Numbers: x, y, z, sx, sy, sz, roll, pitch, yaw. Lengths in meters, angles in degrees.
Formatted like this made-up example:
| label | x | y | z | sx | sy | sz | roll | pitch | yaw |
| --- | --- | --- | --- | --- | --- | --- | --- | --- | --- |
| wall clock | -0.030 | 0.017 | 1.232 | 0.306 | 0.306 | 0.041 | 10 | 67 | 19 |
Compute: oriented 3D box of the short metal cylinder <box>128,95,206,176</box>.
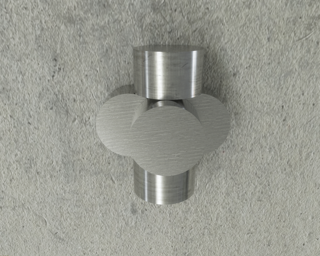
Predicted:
| label | x | y | z | sx | sy | sz | roll | pitch | yaw |
| --- | --- | --- | --- | --- | --- | --- | --- | --- | --- |
| short metal cylinder | 0.007 | 0.006 | 0.346 | 0.081 | 0.050 | 0.079 | 0 | 110 | -1 |

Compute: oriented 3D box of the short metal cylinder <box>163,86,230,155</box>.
| label | x | y | z | sx | sy | sz | roll | pitch | yaw |
| --- | --- | --- | --- | --- | --- | --- | --- | --- | --- |
| short metal cylinder | 0.044 | -0.011 | 0.394 | 0.081 | 0.050 | 0.079 | 0 | 110 | -1 |

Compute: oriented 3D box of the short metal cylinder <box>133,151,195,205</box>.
| label | x | y | z | sx | sy | sz | roll | pitch | yaw |
| --- | --- | --- | --- | --- | --- | --- | --- | --- | --- |
| short metal cylinder | 0.006 | 0.055 | 0.403 | 0.081 | 0.080 | 0.050 | 0 | 110 | -1 |

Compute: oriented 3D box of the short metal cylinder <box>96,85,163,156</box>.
| label | x | y | z | sx | sy | sz | roll | pitch | yaw |
| --- | --- | --- | --- | --- | --- | --- | --- | --- | --- |
| short metal cylinder | -0.036 | -0.011 | 0.393 | 0.081 | 0.050 | 0.079 | 0 | 110 | -1 |

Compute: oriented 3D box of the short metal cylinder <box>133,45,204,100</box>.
| label | x | y | z | sx | sy | sz | roll | pitch | yaw |
| --- | --- | --- | --- | --- | --- | --- | --- | --- | --- |
| short metal cylinder | 0.010 | -0.067 | 0.358 | 0.081 | 0.080 | 0.050 | 0 | 110 | -1 |
